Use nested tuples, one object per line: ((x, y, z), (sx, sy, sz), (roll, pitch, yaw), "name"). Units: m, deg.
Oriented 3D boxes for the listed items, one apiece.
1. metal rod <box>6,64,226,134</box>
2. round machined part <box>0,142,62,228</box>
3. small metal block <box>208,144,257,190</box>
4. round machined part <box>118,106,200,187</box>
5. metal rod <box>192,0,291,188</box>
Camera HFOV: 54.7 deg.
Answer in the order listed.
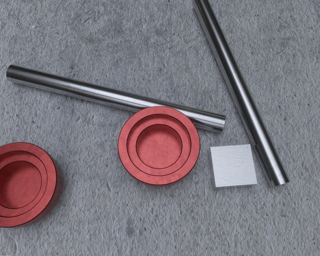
((-0.062, -0.041, 0.422), (0.301, 0.025, 0.025), (14, 71, 5), "metal rod")
((-0.167, 0.070, 0.372), (0.099, 0.042, 0.098), (0, 70, 0), "round machined part")
((0.090, 0.050, 0.391), (0.050, 0.025, 0.050), (-4, 70, -2), "small metal block")
((-0.001, 0.025, 0.388), (0.099, 0.042, 0.098), (0, 73, 1), "round machined part")
((0.106, -0.064, 0.432), (0.025, 0.025, 0.299), (-16, 71, -6), "metal rod")
